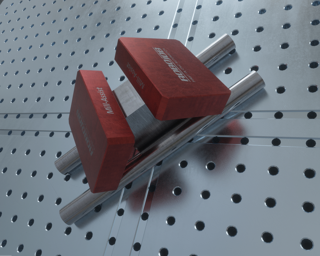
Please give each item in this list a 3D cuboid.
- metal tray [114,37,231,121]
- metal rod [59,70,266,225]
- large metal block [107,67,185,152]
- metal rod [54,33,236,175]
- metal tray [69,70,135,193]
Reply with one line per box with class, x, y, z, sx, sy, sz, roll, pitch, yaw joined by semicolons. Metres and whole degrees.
metal tray;0.011;-0.064;0.370;0.091;0.030;0.130;-7;44;-30
metal rod;0.000;0.027;0.391;0.300;0.025;0.025;-36;51;4
large metal block;-0.016;-0.021;0.392;0.080;0.080;0.050;-36;51;4
metal rod;-0.023;-0.032;0.438;0.300;0.025;0.025;-37;51;3
metal tray;-0.077;0.001;0.377;0.130;0.030;0.089;60;140;38
